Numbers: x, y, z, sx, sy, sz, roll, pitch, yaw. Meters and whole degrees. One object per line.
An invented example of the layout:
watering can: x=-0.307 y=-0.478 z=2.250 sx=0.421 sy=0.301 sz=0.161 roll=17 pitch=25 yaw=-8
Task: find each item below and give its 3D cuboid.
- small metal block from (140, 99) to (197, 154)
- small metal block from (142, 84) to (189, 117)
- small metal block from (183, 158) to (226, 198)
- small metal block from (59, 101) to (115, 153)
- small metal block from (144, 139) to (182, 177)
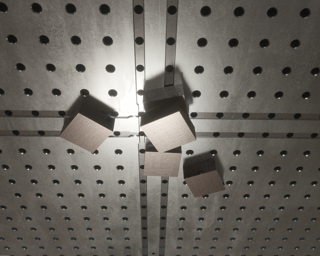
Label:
small metal block: x=0.010 y=-0.001 z=0.378 sx=0.050 sy=0.025 sz=0.050 roll=-22 pitch=127 yaw=17
small metal block: x=0.009 y=-0.024 z=0.392 sx=0.050 sy=0.025 sz=0.050 roll=-10 pitch=130 yaw=7
small metal block: x=0.069 y=0.078 z=0.479 sx=0.050 sy=0.025 sz=0.050 roll=-18 pitch=128 yaw=14
small metal block: x=-0.096 y=0.000 z=0.410 sx=0.050 sy=0.025 sz=0.050 roll=31 pitch=123 yaw=-24
small metal block: x=0.003 y=0.044 z=0.450 sx=0.050 sy=0.025 sz=0.050 roll=3 pitch=130 yaw=-4
